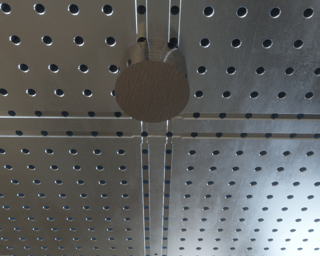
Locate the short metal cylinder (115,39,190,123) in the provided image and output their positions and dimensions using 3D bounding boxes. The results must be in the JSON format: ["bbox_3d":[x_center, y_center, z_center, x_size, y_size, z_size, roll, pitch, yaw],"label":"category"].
[{"bbox_3d":[-0.008,-0.052,0.350,0.080,0.050,0.080,0,130,0],"label":"short metal cylinder"}]
